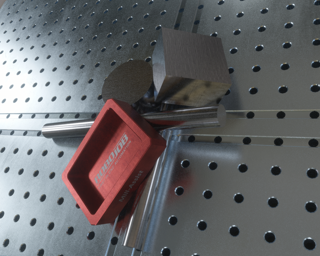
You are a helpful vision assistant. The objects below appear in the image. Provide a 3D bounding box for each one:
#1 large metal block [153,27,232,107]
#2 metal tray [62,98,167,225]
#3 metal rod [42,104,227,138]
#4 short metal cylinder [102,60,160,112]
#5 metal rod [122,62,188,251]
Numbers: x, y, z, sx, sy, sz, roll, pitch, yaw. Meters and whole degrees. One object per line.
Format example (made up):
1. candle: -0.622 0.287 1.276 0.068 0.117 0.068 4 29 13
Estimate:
1. large metal block: 0.037 -0.075 0.394 0.081 0.050 0.080 6 56 -15
2. metal tray: -0.061 0.041 0.379 0.090 0.030 0.129 44 108 33
3. metal rod: -0.057 -0.004 0.420 0.300 0.025 0.025 -4 60 34
4. short metal cylinder: -0.035 -0.050 0.440 0.080 0.050 0.080 -13 56 21
5. metal rod: 0.005 0.001 0.405 0.025 0.025 0.300 1 62 29
